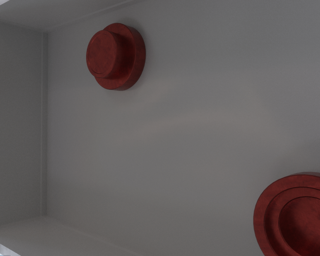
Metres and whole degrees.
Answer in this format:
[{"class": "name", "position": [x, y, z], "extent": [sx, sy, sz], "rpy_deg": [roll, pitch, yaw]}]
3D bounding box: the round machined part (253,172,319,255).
[{"class": "round machined part", "position": [0.140, 0.088, 0.280], "extent": [0.098, 0.042, 0.097], "rpy_deg": [0, 90, 40]}]

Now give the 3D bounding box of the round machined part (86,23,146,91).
[{"class": "round machined part", "position": [-0.071, -0.105, 0.455], "extent": [0.098, 0.042, 0.097], "rpy_deg": [0, 90, 40]}]
